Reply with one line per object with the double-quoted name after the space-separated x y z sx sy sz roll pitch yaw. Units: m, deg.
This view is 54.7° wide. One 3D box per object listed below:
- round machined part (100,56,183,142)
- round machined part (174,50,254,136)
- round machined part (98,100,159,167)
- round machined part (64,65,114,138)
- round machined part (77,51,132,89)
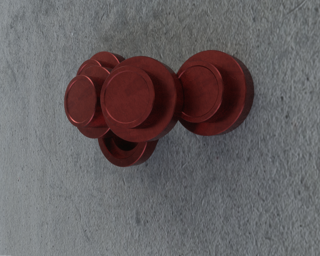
-0.027 -0.033 0.348 0.098 0.042 0.097 -1 88 26 "round machined part"
0.051 -0.040 0.351 0.098 0.042 0.097 0 90 39 "round machined part"
-0.039 0.003 0.425 0.098 0.042 0.097 0 90 39 "round machined part"
-0.090 -0.035 0.412 0.098 0.042 0.097 0 90 39 "round machined part"
-0.090 -0.067 0.467 0.098 0.042 0.097 0 90 39 "round machined part"
